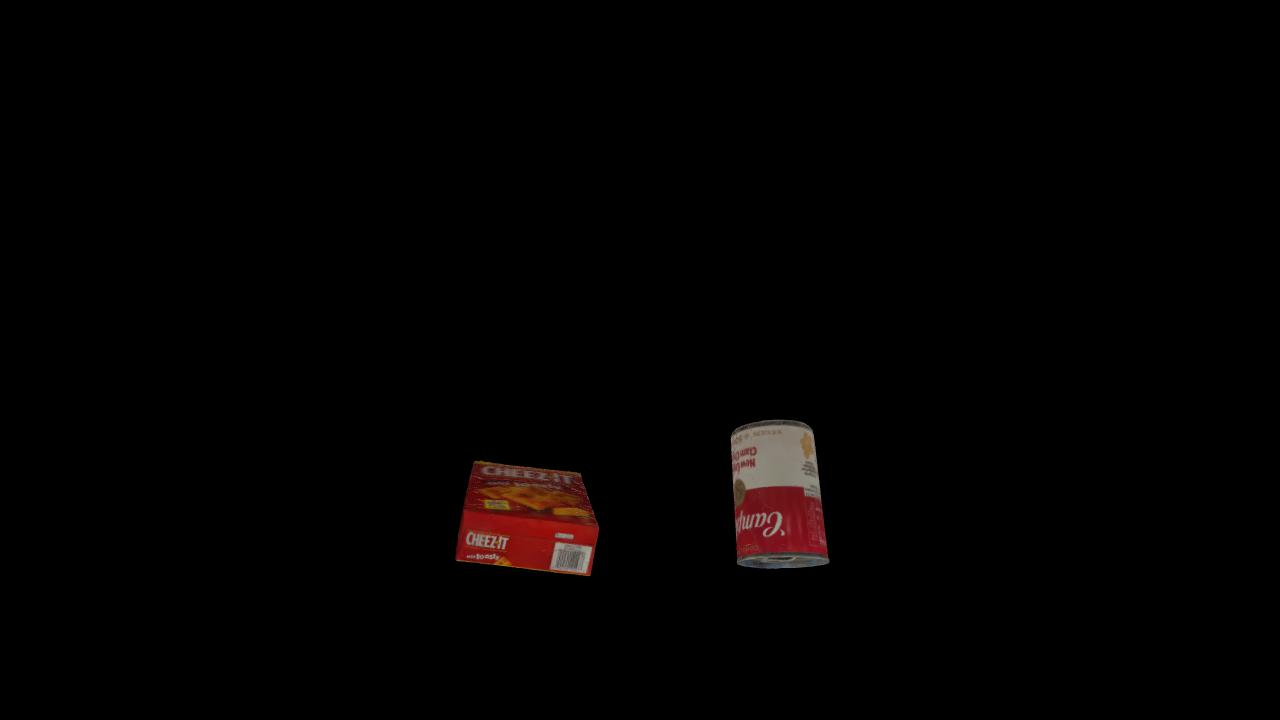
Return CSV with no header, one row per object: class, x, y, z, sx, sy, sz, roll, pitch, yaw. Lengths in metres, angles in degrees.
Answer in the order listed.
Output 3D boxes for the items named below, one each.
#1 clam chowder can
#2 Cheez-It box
clam chowder can,0.106,0.104,0.476,0.068,0.102,0.068,1,-25,0
Cheez-It box,-0.152,0.204,0.830,0.166,0.071,0.223,11,4,-13
